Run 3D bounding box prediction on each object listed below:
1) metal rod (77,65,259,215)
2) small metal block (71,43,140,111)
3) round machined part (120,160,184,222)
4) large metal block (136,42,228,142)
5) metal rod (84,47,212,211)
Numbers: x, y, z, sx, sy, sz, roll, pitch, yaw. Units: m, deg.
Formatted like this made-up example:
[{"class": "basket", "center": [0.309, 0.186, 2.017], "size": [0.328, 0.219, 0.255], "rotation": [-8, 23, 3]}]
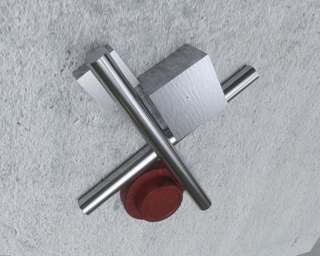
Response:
[{"class": "metal rod", "center": [0.013, 0.015, 0.428], "size": [0.301, 0.025, 0.025], "rotation": [-39, 130, -2]}, {"class": "small metal block", "center": [-0.060, -0.056, 0.344], "size": [0.050, 0.025, 0.050], "rotation": [-40, 130, -1]}, {"class": "round machined part", "center": [-0.005, 0.099, 0.457], "size": [0.099, 0.042, 0.097], "rotation": [-14, 125, -21]}, {"class": "large metal block", "center": [0.027, -0.044, 0.383], "size": [0.080, 0.050, 0.080], "rotation": [-36, 130, -5]}, {"class": "metal rod", "center": [0.004, 0.025, 0.394], "size": [0.025, 0.025, 0.300], "rotation": [-38, 130, -3]}]
